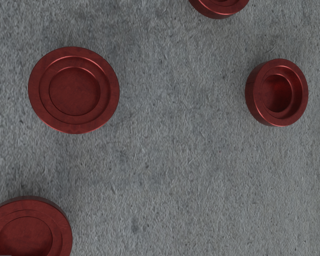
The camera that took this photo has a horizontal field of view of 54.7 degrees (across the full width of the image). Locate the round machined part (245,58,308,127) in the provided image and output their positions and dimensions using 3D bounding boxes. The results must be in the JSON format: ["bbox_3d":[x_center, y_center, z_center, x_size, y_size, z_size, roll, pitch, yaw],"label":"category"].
[{"bbox_3d":[0.167,-0.051,0.461,0.099,0.042,0.097,0,90,-20],"label":"round machined part"}]

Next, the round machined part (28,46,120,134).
[{"bbox_3d":[-0.100,-0.042,0.363,0.099,0.042,0.097,0,90,-20],"label":"round machined part"}]

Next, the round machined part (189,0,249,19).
[{"bbox_3d":[0.075,-0.198,0.427,0.099,0.042,0.097,0,90,-20],"label":"round machined part"}]

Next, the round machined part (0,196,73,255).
[{"bbox_3d":[-0.150,0.124,0.345,0.099,0.042,0.097,0,90,-20],"label":"round machined part"}]
